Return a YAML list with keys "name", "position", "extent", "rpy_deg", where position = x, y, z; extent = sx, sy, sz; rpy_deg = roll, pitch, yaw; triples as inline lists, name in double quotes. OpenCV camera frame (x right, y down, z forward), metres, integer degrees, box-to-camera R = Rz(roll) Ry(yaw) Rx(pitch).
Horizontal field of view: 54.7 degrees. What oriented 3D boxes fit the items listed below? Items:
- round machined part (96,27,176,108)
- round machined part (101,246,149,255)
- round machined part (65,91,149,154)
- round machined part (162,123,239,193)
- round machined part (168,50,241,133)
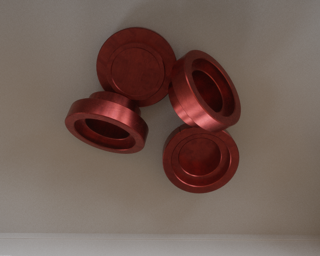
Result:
- name: "round machined part"
  position: [-0.028, -0.071, 0.376]
  extent: [0.099, 0.042, 0.097]
  rpy_deg: [0, 110, -1]
- name: "round machined part"
  position: [-0.057, 0.242, 0.493]
  extent: [0.099, 0.042, 0.097]
  rpy_deg: [0, 110, -1]
- name: "round machined part"
  position: [-0.061, -0.009, 0.380]
  extent: [0.099, 0.042, 0.098]
  rpy_deg: [11, 152, 6]
- name: "round machined part"
  position: [0.052, 0.035, 0.416]
  extent: [0.099, 0.042, 0.097]
  rpy_deg: [0, 110, -1]
- name: "round machined part"
  position: [0.048, -0.039, 0.365]
  extent: [0.098, 0.098, 0.042]
  rpy_deg: [46, 131, -15]
